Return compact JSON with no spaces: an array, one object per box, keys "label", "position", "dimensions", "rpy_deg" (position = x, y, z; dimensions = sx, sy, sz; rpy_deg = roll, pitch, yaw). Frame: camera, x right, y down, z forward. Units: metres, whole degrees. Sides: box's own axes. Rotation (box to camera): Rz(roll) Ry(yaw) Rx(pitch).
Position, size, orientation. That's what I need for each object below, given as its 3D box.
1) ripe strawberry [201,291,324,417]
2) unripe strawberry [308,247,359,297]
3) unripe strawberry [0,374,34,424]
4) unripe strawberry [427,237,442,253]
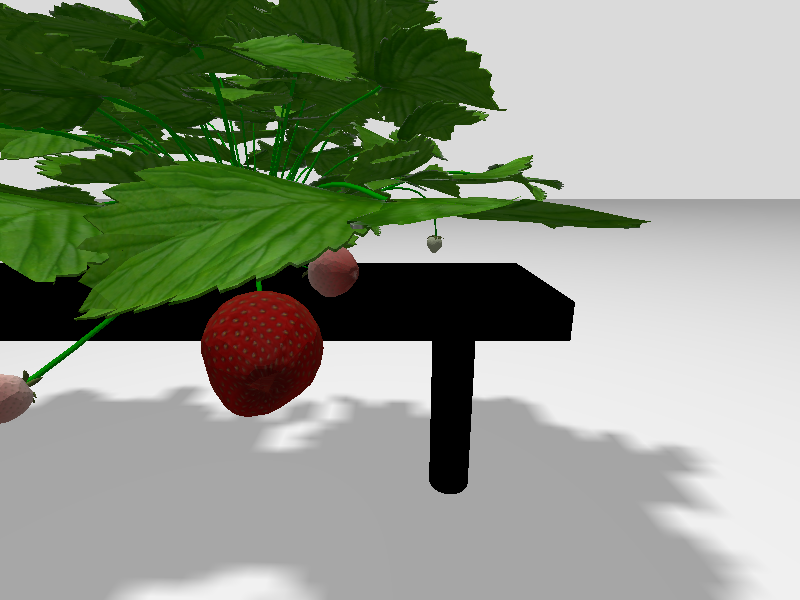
[{"label":"ripe strawberry","position":[-0.047,0.020,0.140],"dimensions":[0.042,0.044,0.045],"rpy_deg":[-5,19,-19]},{"label":"unripe strawberry","position":[-0.046,-0.021,0.294],"dimensions":[0.040,0.039,0.037],"rpy_deg":[13,20,37]},{"label":"unripe strawberry","position":[-0.136,0.034,0.134],"dimensions":[0.016,0.017,0.017],"rpy_deg":[1,16,3]},{"label":"unripe strawberry","position":[0.041,-0.066,0.482],"dimensions":[0.019,0.020,0.018],"rpy_deg":[-12,20,-37]}]
